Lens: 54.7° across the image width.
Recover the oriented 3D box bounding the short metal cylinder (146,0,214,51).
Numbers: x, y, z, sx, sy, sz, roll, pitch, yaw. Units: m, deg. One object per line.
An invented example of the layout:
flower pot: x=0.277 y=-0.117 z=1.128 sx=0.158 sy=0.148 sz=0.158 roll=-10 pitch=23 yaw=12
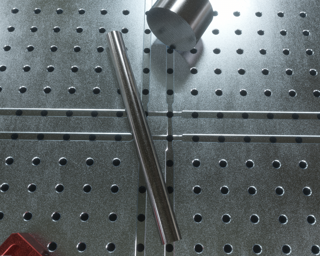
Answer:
short metal cylinder: x=0.028 y=-0.156 z=0.440 sx=0.080 sy=0.080 sz=0.050 roll=30 pitch=73 yaw=10

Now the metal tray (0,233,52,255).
metal tray: x=-0.141 y=0.191 z=0.338 sx=0.130 sy=0.030 sz=0.090 roll=37 pitch=74 yaw=12

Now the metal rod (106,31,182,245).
metal rod: x=-0.027 y=-0.001 z=0.411 sx=0.025 sy=0.025 sz=0.299 roll=-15 pitch=71 yaw=-6
